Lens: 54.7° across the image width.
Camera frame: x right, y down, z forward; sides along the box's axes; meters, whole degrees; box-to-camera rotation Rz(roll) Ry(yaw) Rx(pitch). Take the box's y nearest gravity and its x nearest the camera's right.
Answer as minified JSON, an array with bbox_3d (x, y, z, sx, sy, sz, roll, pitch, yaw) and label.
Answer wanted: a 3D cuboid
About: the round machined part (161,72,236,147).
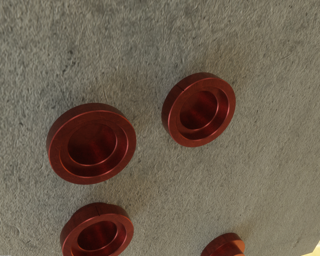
[{"bbox_3d":[0.046,-0.027,0.404,0.099,0.042,0.097,-14,124,-21],"label":"round machined part"}]

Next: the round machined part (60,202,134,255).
[{"bbox_3d":[-0.090,0.144,0.436,0.099,0.042,0.097,-14,124,-21],"label":"round machined part"}]

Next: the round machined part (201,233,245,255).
[{"bbox_3d":[0.134,0.266,0.634,0.099,0.042,0.097,-14,124,-21],"label":"round machined part"}]

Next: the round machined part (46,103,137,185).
[{"bbox_3d":[-0.081,0.014,0.361,0.099,0.042,0.097,-14,124,-21],"label":"round machined part"}]
